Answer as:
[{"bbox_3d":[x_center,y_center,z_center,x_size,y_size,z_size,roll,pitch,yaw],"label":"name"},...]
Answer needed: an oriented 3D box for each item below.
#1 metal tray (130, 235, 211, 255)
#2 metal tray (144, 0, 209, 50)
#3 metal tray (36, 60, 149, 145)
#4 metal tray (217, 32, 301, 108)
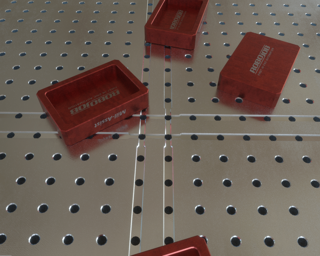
[{"bbox_3d":[-0.009,0.159,0.270,0.131,0.030,0.090,-13,51,-11],"label":"metal tray"},{"bbox_3d":[0.033,-0.201,0.573,0.090,0.030,0.130,13,51,10],"label":"metal tray"},{"bbox_3d":[-0.092,-0.041,0.437,0.131,0.030,0.090,-28,56,-22],"label":"metal tray"},{"bbox_3d":[0.157,-0.096,0.487,0.090,0.030,0.130,23,53,18],"label":"metal tray"}]
